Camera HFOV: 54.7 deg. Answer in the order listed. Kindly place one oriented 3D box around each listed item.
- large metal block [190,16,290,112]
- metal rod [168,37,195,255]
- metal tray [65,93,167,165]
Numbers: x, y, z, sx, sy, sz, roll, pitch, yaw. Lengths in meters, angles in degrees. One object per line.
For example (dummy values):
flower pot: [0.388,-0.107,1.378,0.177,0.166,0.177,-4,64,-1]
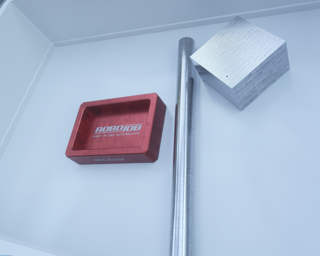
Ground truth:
large metal block: [0.099,-0.081,0.387,0.080,0.050,0.080,-41,51,-1]
metal rod: [0.030,0.003,0.386,0.025,0.025,0.299,-10,57,23]
metal tray: [-0.061,0.003,0.431,0.130,0.030,0.090,-5,60,25]
